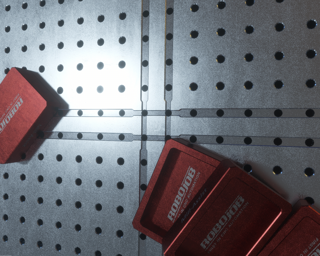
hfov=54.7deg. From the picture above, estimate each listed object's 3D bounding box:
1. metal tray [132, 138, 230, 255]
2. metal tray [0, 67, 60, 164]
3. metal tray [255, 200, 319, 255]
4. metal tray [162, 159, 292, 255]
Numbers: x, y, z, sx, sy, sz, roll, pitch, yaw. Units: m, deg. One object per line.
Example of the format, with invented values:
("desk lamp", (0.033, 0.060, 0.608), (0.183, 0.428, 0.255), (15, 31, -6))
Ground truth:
("metal tray", (0.030, 0.088, 0.398), (0.090, 0.030, 0.129), (25, 98, 18))
("metal tray", (-0.229, -0.019, 0.489), (0.090, 0.030, 0.130), (44, 103, 14))
("metal tray", (0.159, 0.160, 0.353), (0.090, 0.030, 0.130), (39, 102, 15))
("metal tray", (0.075, 0.113, 0.357), (0.090, 0.030, 0.130), (35, 95, -10))
